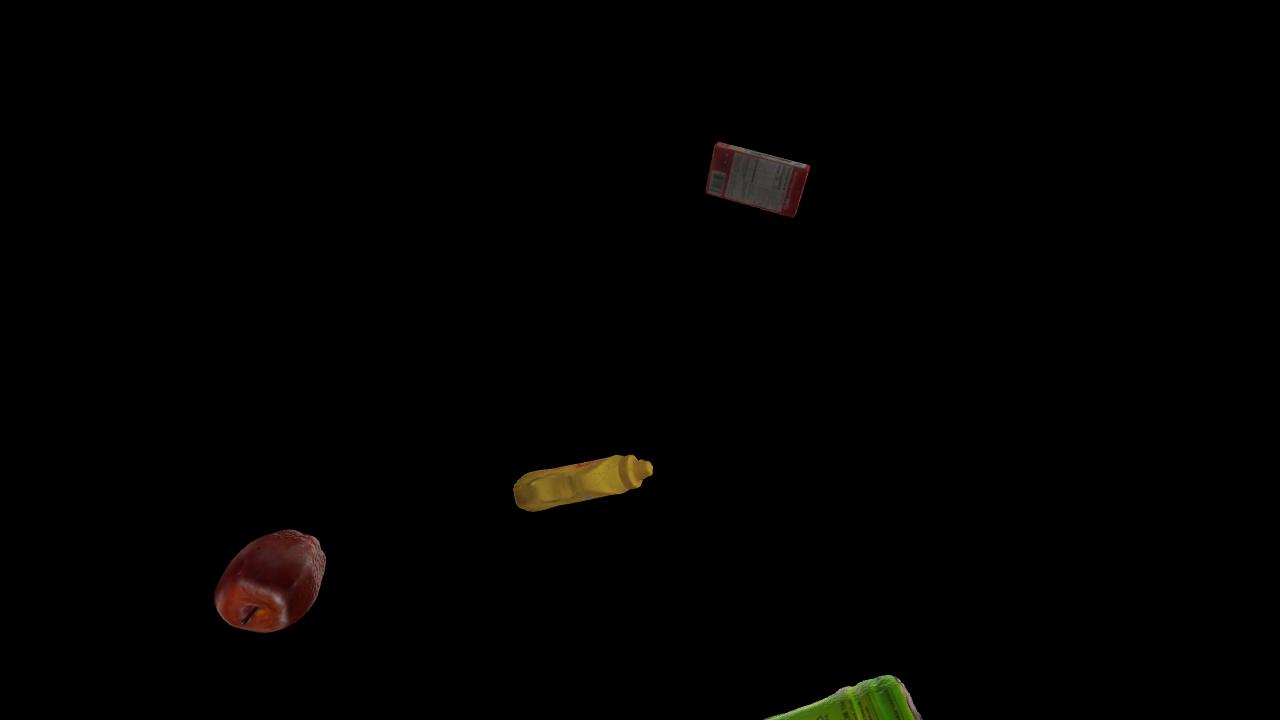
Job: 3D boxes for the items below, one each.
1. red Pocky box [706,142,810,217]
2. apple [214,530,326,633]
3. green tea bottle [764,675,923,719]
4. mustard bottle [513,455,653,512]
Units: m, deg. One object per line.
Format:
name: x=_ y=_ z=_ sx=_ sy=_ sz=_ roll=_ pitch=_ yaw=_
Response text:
red Pocky box: x=0.188 y=-0.291 z=0.994 sx=0.155 sy=0.083 sz=0.028 roll=20 pitch=37 yaw=14
apple: x=-0.321 y=0.192 z=0.538 sx=0.079 sy=0.079 sz=0.093 roll=0 pitch=23 yaw=-1
green tea bottle: x=0.054 y=0.238 z=0.335 sx=0.212 sy=0.073 sz=0.073 roll=-21 pitch=-3 yaw=7
mustard bottle: x=-0.066 y=0.158 z=0.803 sx=0.184 sy=0.054 sz=0.092 roll=-16 pitch=-14 yaw=24
